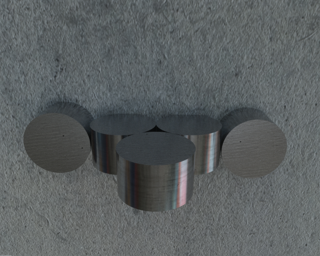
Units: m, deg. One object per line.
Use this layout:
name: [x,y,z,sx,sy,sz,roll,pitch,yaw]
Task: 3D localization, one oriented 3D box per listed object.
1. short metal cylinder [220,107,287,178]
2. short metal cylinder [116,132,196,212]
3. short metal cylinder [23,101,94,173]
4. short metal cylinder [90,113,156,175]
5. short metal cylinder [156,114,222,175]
short metal cylinder: [0.116,0.018,0.405,0.081,0.050,0.079,0,111,-1]
short metal cylinder: [-0.004,0.042,0.323,0.081,0.080,0.050,1,111,-1]
short metal cylinder: [-0.125,0.011,0.400,0.081,0.050,0.079,0,110,-1]
short metal cylinder: [-0.045,0.017,0.388,0.081,0.080,0.050,0,110,0]
short metal cylinder: [0.035,0.018,0.389,0.081,0.080,0.050,0,109,0]
